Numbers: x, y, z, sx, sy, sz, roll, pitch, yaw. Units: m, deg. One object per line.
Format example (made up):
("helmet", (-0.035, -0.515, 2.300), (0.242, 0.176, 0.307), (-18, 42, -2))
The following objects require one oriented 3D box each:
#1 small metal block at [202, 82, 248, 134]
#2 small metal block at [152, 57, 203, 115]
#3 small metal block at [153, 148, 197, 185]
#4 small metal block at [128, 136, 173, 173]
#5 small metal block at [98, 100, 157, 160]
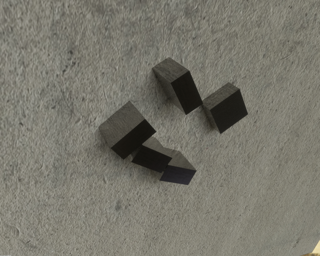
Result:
("small metal block", (0.092, -0.028, 0.440), (0.050, 0.025, 0.050), (-35, 129, -5))
("small metal block", (0.021, -0.051, 0.371), (0.025, 0.050, 0.050), (-35, 129, -6))
("small metal block", (0.014, 0.051, 0.430), (0.050, 0.050, 0.025), (16, 110, -35))
("small metal block", (-0.020, 0.027, 0.396), (0.050, 0.050, 0.025), (27, 104, -37))
("small metal block", (-0.040, 0.001, 0.370), (0.050, 0.050, 0.025), (-41, 130, -1))
